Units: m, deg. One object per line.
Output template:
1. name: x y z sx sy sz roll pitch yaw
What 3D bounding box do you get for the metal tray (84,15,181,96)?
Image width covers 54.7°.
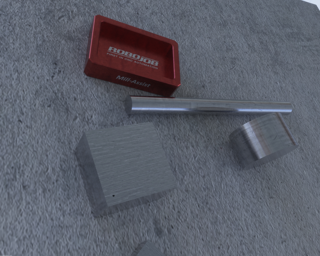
1. metal tray: -0.037 -0.102 0.444 0.131 0.030 0.090 12 56 -22

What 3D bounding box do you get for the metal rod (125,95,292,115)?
1. metal rod: 0.091 -0.032 0.474 0.303 0.025 0.025 -1 62 -29

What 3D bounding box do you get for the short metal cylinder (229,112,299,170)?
1. short metal cylinder: 0.145 0.020 0.437 0.081 0.080 0.050 -9 67 -32

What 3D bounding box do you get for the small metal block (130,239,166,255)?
1. small metal block: -0.013 0.150 0.307 0.050 0.025 0.050 44 51 2

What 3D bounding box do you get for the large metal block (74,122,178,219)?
1. large metal block: -0.039 0.044 0.341 0.081 0.050 0.080 -9 66 -32
